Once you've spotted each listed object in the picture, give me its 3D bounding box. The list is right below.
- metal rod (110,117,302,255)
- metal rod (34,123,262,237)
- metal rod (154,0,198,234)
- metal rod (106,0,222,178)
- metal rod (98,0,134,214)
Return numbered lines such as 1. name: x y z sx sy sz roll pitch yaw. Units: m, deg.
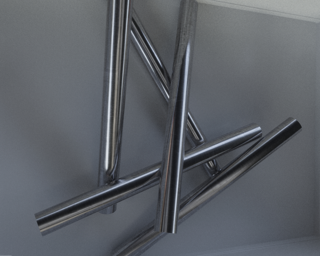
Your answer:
1. metal rod: 0.066 0.081 0.411 0.301 0.025 0.025 -35 102 -8
2. metal rod: 0.005 0.052 0.378 0.302 0.025 0.025 -20 97 -24
3. metal rod: 0.023 -0.029 0.379 0.025 0.025 0.299 14 71 -20
4. metal rod: 0.013 -0.048 0.414 0.025 0.025 0.299 -34 101 -17
5. metal rod: -0.049 -0.038 0.334 0.025 0.025 0.298 -1 112 -20
